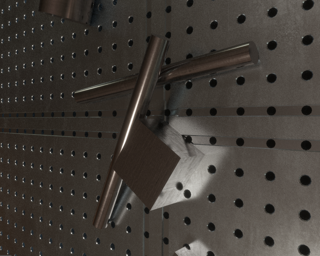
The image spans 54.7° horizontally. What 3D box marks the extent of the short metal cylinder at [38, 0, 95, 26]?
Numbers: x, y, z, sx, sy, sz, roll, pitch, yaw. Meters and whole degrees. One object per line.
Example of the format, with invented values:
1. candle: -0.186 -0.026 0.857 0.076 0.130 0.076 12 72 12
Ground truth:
1. short metal cylinder: -0.147 -0.199 0.492 0.080 0.081 0.050 24 105 37

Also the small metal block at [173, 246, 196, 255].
1. small metal block: 0.033 0.185 0.381 0.050 0.025 0.050 38 113 33

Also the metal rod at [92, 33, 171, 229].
1. metal rod: -0.046 0.021 0.424 0.025 0.025 0.298 37 119 33

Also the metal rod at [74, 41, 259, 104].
1. metal rod: -0.017 -0.065 0.421 0.300 0.025 0.025 -7 86 39

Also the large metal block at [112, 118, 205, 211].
1. large metal block: -0.004 0.043 0.394 0.080 0.050 0.079 41 115 32
